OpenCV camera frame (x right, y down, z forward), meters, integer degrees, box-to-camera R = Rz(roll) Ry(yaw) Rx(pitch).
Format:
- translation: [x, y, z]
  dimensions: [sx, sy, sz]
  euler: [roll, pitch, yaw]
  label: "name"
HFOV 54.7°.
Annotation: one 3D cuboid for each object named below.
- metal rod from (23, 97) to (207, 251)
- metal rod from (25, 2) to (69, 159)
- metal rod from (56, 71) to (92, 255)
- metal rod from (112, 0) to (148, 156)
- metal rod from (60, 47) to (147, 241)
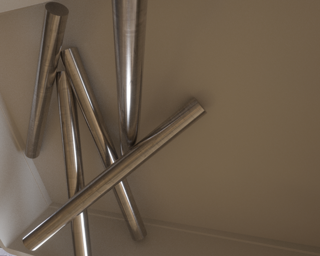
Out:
- translation: [-0.065, 0.065, 0.398]
  dimensions: [0.300, 0.025, 0.025]
  euler: [-39, 97, 12]
  label: "metal rod"
- translation: [-0.171, -0.044, 0.447]
  dimensions: [0.025, 0.025, 0.298]
  euler: [36, 135, 3]
  label: "metal rod"
- translation: [-0.120, 0.071, 0.437]
  dimensions: [0.025, 0.025, 0.298]
  euler: [-4, 93, 29]
  label: "metal rod"
- translation: [-0.033, -0.022, 0.335]
  dimensions: [0.025, 0.025, 0.299]
  euler: [28, 152, 10]
  label: "metal rod"
- translation: [-0.077, 0.033, 0.448]
  dimensions: [0.025, 0.025, 0.298]
  euler: [-8, 109, 31]
  label: "metal rod"
